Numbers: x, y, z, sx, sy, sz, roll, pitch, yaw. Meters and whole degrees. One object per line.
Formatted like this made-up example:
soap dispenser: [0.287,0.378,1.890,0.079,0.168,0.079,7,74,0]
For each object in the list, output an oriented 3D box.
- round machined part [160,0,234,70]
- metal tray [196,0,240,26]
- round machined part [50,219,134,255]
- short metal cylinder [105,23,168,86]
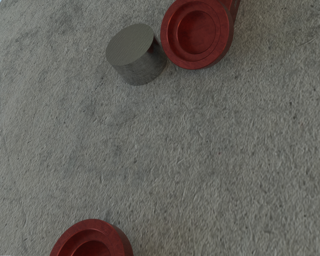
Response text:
round machined part: [0.053,-0.129,0.423,0.098,0.042,0.097,6,103,29]
metal tray: [0.077,-0.200,0.481,0.090,0.030,0.130,5,64,30]
round machined part: [-0.071,0.153,0.335,0.098,0.042,0.098,-13,56,20]
short metal cylinder: [-0.035,-0.112,0.473,0.080,0.050,0.080,-13,56,20]
